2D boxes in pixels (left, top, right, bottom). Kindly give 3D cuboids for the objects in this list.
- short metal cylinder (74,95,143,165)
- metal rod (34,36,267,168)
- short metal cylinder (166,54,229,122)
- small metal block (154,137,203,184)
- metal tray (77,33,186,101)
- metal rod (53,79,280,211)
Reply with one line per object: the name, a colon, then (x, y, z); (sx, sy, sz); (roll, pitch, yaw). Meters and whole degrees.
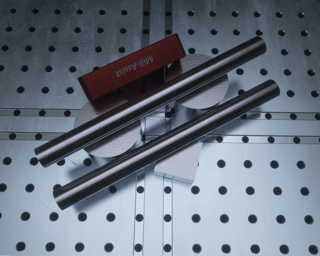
short metal cylinder: (-0.063, 0.005, 0.396); (0.081, 0.050, 0.080); (0, 70, 0)
metal rod: (-0.002, -0.036, 0.371); (0.302, 0.025, 0.025); (-28, 73, -10)
short metal cylinder: (0.047, -0.053, 0.419); (0.081, 0.050, 0.080); (0, 70, 0)
small metal block: (0.023, 0.039, 0.397); (0.050, 0.025, 0.050); (14, 71, 4)
metal tray: (-0.041, -0.079, 0.404); (0.131, 0.090, 0.030); (-27, 105, -10)
metal rod: (0.016, 0.015, 0.379); (0.302, 0.025, 0.025); (-27, 73, -10)
